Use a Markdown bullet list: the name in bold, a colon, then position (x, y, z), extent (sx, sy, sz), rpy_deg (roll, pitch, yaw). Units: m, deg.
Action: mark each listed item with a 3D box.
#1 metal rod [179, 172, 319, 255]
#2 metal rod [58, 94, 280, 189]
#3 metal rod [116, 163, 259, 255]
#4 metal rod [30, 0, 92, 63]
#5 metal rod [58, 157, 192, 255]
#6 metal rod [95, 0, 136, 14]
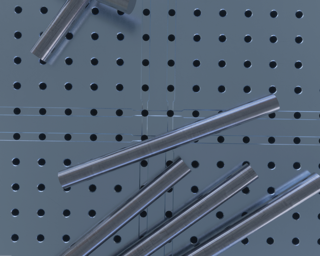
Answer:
- **metal rod**: position (0.086, 0.149, 0.413), extent (0.301, 0.025, 0.025), rpy_deg (-32, 90, 0)
- **metal rod**: position (0.012, 0.017, 0.413), extent (0.301, 0.025, 0.025), rpy_deg (-20, 90, 0)
- **metal rod**: position (0.001, 0.144, 0.413), extent (0.301, 0.025, 0.025), rpy_deg (-35, 90, 0)
- **metal rod**: position (-0.074, -0.216, 0.412), extent (0.025, 0.025, 0.300), rpy_deg (36, 90, 0)
- **metal rod**: position (-0.082, 0.143, 0.412), extent (0.300, 0.025, 0.025), rpy_deg (-39, 90, 0)
- **metal rod**: position (-0.170, -0.213, 0.395), extent (0.301, 0.025, 0.025), rpy_deg (25, 90, 6)
